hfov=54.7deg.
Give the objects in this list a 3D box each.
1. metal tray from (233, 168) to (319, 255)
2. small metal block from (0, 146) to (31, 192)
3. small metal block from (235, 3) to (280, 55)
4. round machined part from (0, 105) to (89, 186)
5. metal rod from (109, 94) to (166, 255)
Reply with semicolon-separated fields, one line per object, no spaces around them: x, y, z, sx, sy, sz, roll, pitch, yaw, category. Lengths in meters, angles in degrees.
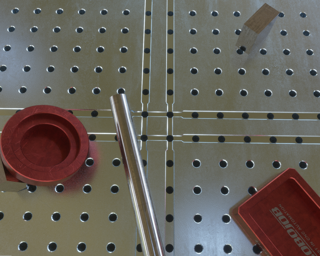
0.162;0.124;0.364;0.090;0.030;0.130;-34;74;-12;metal tray
-0.187;0.049;0.377;0.025;0.050;0.050;-26;72;4;small metal block
0.141;-0.144;0.452;0.025;0.050;0.050;41;75;13;small metal block
-0.141;0.024;0.380;0.099;0.042;0.098;13;59;-22;round machined part
-0.021;0.095;0.376;0.025;0.025;0.299;-13;71;-5;metal rod
